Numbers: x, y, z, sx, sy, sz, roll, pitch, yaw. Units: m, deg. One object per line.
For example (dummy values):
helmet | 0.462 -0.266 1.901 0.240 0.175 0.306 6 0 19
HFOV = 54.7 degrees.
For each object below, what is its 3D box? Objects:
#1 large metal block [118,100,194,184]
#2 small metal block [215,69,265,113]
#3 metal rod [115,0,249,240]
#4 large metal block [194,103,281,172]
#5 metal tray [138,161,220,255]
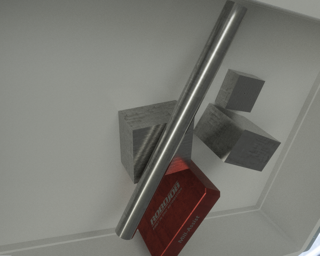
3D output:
large metal block | -0.006 0.016 0.401 0.081 0.050 0.079 -13 124 -22
small metal block | 0.114 -0.052 0.441 0.050 0.025 0.050 6 116 -32
metal rod | 0.017 0.004 0.356 0.025 0.025 0.298 15 108 -35
large metal block | 0.108 0.013 0.442 0.081 0.080 0.050 17 110 -35
metal tray | 0.019 0.115 0.449 0.030 0.090 0.129 22 106 -37
